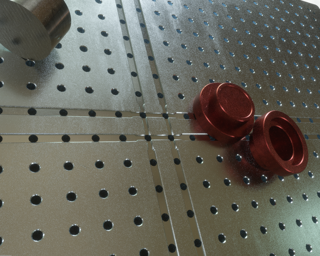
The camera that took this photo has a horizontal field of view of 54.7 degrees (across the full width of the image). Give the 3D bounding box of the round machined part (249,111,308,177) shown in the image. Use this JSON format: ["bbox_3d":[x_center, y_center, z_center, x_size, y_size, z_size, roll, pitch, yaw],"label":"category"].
[{"bbox_3d":[0.174,0.026,0.468,0.099,0.042,0.098,16,60,-29],"label":"round machined part"}]

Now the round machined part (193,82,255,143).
[{"bbox_3d":[0.104,-0.030,0.471,0.099,0.042,0.098,13,56,-21],"label":"round machined part"}]

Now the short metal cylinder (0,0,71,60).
[{"bbox_3d":[-0.154,-0.128,0.368,0.080,0.080,0.050,28,52,-11],"label":"short metal cylinder"}]
